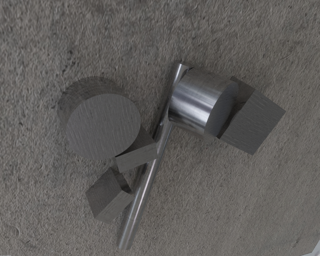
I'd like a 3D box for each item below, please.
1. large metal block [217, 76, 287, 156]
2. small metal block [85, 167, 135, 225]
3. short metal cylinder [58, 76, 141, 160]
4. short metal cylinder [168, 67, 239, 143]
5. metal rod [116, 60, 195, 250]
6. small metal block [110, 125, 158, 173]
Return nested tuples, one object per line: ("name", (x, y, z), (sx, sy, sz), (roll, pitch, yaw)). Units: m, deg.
("large metal block", (0.119, -0.016, 0.446), (0.080, 0.050, 0.080), (24, 105, -37))
("small metal block", (-0.067, 0.089, 0.409), (0.050, 0.050, 0.025), (-46, 129, 4))
("short metal cylinder", (-0.068, -0.011, 0.346), (0.081, 0.050, 0.079), (-14, 124, -21))
("short metal cylinder", (0.054, -0.029, 0.381), (0.080, 0.050, 0.080), (-44, 151, -33))
("metal rod", (-0.013, 0.053, 0.432), (0.025, 0.025, 0.298), (4, 116, -31))
("small metal block", (-0.037, 0.023, 0.385), (0.050, 0.050, 0.025), (-20, 126, -17))
